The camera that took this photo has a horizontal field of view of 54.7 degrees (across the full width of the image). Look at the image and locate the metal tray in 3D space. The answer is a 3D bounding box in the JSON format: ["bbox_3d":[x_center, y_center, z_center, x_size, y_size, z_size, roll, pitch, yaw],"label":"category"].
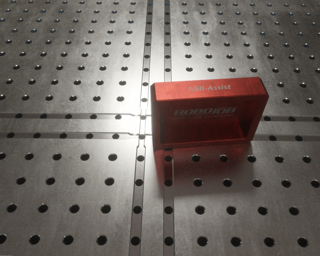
[{"bbox_3d":[0.055,-0.016,0.379,0.131,0.089,0.030,-4,50,-4],"label":"metal tray"}]
